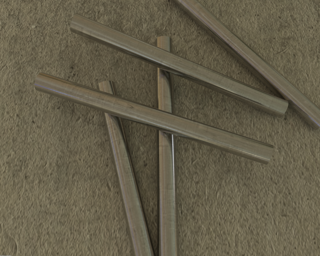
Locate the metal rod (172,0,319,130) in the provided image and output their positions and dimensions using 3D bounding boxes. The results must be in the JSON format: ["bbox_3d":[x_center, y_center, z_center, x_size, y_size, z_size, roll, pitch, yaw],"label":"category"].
[{"bbox_3d":[0.118,-0.112,0.449,0.025,0.025,0.300,-39,75,-13],"label":"metal rod"}]

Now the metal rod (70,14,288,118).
[{"bbox_3d":[0.027,-0.082,0.413,0.301,0.025,0.025,22,71,-2],"label":"metal rod"}]

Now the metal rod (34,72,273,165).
[{"bbox_3d":[-0.012,-0.014,0.385,0.301,0.025,0.025,18,71,6],"label":"metal rod"}]

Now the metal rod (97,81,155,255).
[{"bbox_3d":[-0.037,0.077,0.379,0.025,0.025,0.299,-14,71,-5],"label":"metal rod"}]

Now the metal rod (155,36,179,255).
[{"bbox_3d":[0.008,0.013,0.403,0.025,0.025,0.299,-1,70,0],"label":"metal rod"}]
